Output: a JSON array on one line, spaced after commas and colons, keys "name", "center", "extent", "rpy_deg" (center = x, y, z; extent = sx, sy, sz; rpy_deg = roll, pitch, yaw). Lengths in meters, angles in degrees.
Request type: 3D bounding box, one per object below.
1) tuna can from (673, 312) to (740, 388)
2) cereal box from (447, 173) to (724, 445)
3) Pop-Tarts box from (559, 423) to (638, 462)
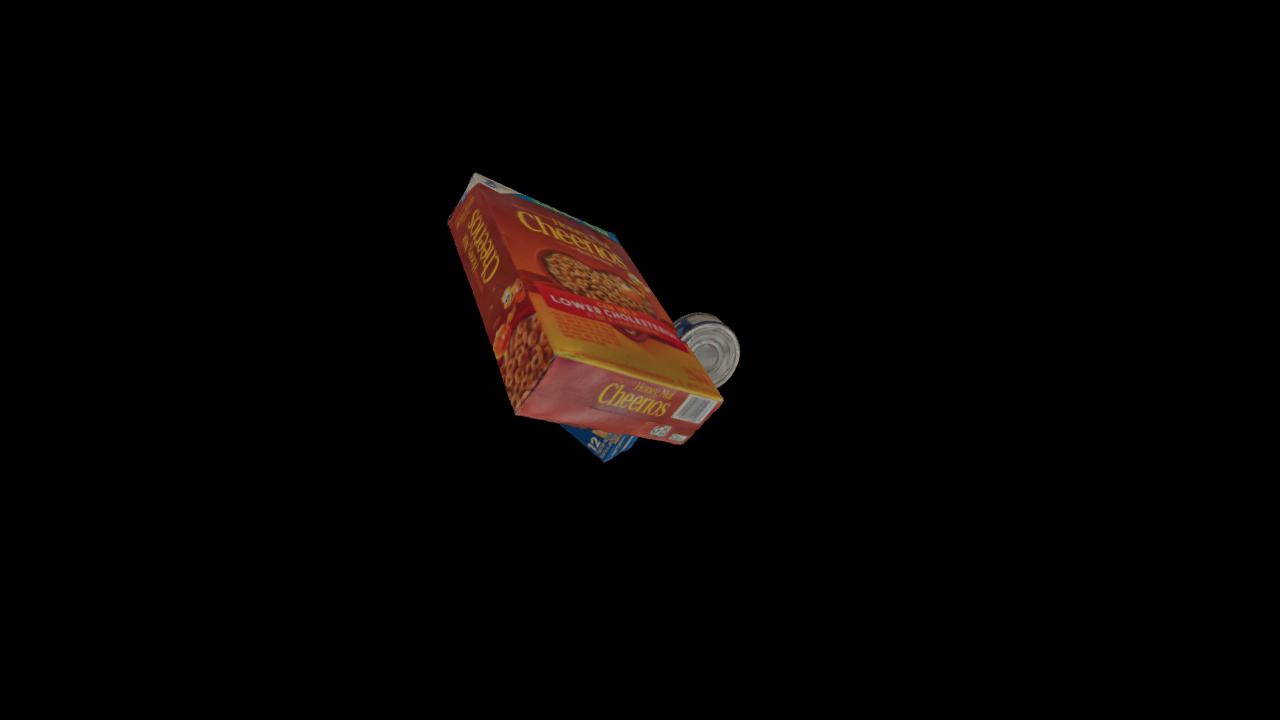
[{"name": "tuna can", "center": [0.065, -0.007, 0.667], "extent": [0.084, 0.084, 0.034], "rpy_deg": [0, 22, -19]}, {"name": "cereal box", "center": [-0.066, -0.059, 0.635], "extent": [0.203, 0.081, 0.306], "rpy_deg": [17, 32, -40]}, {"name": "Pop-Tarts box", "center": [-0.038, 0.013, 0.762], "extent": [0.141, 0.167, 0.083], "rpy_deg": [38, 18, 17]}]
